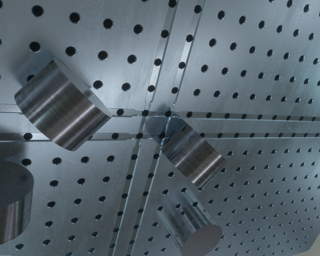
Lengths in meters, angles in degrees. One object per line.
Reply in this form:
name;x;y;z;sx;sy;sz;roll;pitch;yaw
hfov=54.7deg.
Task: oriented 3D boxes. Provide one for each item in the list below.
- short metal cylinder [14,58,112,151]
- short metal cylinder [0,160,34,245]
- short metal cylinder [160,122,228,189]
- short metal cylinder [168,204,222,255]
short metal cylinder;-0.094;-0.023;0.311;0.050;0.080;0.080;-43;130;1
short metal cylinder;-0.178;0.077;0.326;0.081;0.080;0.050;1;118;-29
short metal cylinder;0.047;0.037;0.426;0.050;0.080;0.080;-46;130;4
short metal cylinder;0.061;0.182;0.544;0.081;0.050;0.079;-14;125;-21
